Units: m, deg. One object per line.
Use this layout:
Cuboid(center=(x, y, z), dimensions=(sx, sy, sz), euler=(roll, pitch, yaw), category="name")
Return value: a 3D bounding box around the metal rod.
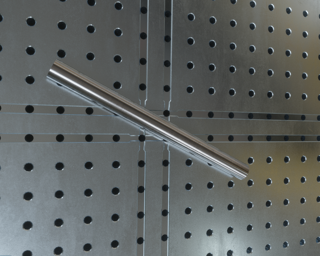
Cuboid(center=(-0.002, -0.003, 0.413), dimensions=(0.301, 0.025, 0.025), euler=(28, 81, -18), category="metal rod")
